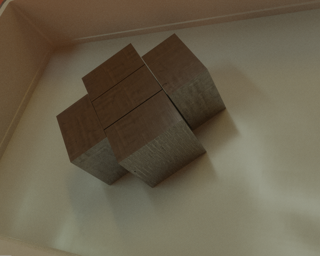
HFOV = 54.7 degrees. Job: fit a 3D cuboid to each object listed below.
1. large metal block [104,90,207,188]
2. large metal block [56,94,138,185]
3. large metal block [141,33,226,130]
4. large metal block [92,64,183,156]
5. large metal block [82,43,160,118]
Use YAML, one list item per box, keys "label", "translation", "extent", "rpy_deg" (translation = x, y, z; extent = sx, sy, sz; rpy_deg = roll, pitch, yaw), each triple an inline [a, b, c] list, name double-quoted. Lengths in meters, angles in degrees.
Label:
- label: "large metal block"
  translation: [-0.003, 0.016, 0.361]
  extent: [0.080, 0.080, 0.050]
  rpy_deg: [-35, 52, 5]
- label: "large metal block"
  translation: [-0.079, 0.016, 0.399]
  extent: [0.050, 0.080, 0.080]
  rpy_deg: [-35, 52, 5]
- label: "large metal block"
  translation: [0.030, -0.057, 0.387]
  extent: [0.050, 0.080, 0.080]
  rpy_deg: [-35, 52, 5]
- label: "large metal block"
  translation: [-0.024, -0.019, 0.392]
  extent: [0.080, 0.080, 0.050]
  rpy_deg: [-35, 52, 5]
- label: "large metal block"
  translation: [-0.044, -0.053, 0.423]
  extent: [0.080, 0.080, 0.050]
  rpy_deg: [-35, 52, 5]
